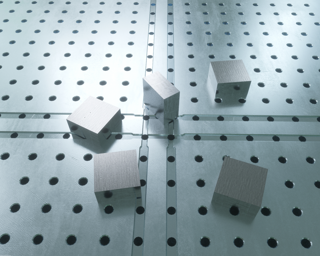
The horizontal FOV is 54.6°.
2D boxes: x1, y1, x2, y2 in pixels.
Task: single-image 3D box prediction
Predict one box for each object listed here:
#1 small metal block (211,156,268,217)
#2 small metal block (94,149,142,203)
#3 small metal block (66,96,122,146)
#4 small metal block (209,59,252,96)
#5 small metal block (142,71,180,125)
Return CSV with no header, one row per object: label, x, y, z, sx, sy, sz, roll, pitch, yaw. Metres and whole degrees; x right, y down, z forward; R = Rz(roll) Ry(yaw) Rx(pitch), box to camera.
small metal block,0.091,0.066,0.353,0.050,0.025,0.050,16,52,13
small metal block,-0.050,0.055,0.361,0.050,0.025,0.050,-7,50,-6
small metal block,-0.087,-0.011,0.417,0.050,0.025,0.050,23,54,18
small metal block,0.105,-0.077,0.474,0.050,0.025,0.050,-5,50,-4
small metal block,0.001,-0.041,0.426,0.025,0.050,0.050,-28,56,-21
